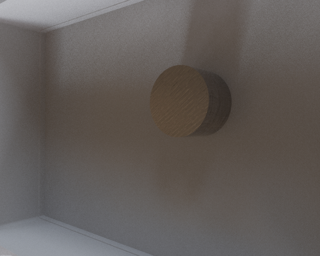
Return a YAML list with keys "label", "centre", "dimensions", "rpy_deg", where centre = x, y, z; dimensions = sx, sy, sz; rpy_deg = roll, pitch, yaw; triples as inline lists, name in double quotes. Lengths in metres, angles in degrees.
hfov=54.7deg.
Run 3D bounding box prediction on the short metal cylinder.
- label: "short metal cylinder"
  centre: [0.035, -0.030, 0.360]
  dimensions: [0.080, 0.050, 0.079]
  rpy_deg: [0, 90, 39]
